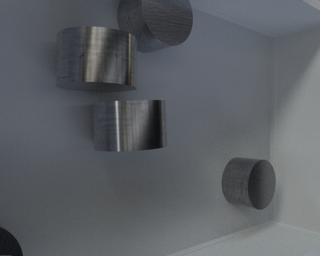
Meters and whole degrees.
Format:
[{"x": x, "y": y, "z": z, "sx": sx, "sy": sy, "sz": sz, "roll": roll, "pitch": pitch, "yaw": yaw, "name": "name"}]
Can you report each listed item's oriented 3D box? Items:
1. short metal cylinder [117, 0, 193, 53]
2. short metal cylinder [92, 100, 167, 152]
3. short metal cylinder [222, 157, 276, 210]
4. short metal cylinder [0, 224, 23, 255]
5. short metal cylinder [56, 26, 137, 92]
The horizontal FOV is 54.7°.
[{"x": -0.005, "y": -0.138, "z": 0.385, "sx": 0.081, "sy": 0.050, "sz": 0.080, "roll": 0, "pitch": 90, "yaw": -40, "name": "short metal cylinder"}, {"x": -0.033, "y": -0.004, "z": 0.343, "sx": 0.081, "sy": 0.080, "sz": 0.050, "roll": -4, "pitch": 93, "yaw": -40, "name": "short metal cylinder"}, {"x": 0.148, "y": 0.090, "z": 0.514, "sx": 0.081, "sy": 0.050, "sz": 0.080, "roll": 0, "pitch": 90, "yaw": -40, "name": "short metal cylinder"}, {"x": -0.162, "y": 0.113, "z": 0.254, "sx": 0.081, "sy": 0.050, "sz": 0.080, "roll": 0, "pitch": 90, "yaw": -40, "name": "short metal cylinder"}, {"x": -0.064, "y": -0.066, "z": 0.317, "sx": 0.081, "sy": 0.080, "sz": 0.050, "roll": 1, "pitch": 90, "yaw": -40, "name": "short metal cylinder"}]
